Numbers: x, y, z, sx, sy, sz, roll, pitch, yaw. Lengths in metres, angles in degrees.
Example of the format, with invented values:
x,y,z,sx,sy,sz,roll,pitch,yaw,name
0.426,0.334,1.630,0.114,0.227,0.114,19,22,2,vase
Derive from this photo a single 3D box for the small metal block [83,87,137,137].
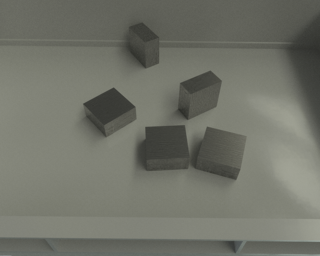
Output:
x,y,z,sx,sy,sz,roll,pitch,yaw,name
-0.068,-0.022,0.423,0.050,0.025,0.050,-33,58,-25,small metal block

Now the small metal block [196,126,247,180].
x,y,z,sx,sy,sz,roll,pitch,yaw,name
0.075,0.030,0.381,0.050,0.025,0.050,14,51,11,small metal block

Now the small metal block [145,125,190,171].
x,y,z,sx,sy,sz,roll,pitch,yaw,name
0.008,0.024,0.385,0.050,0.025,0.050,-2,50,-3,small metal block

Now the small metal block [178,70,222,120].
x,y,z,sx,sy,sz,roll,pitch,yaw,name
0.054,-0.045,0.427,0.050,0.050,0.025,-25,55,-20,small metal block

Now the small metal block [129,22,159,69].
x,y,z,sx,sy,sz,roll,pitch,yaw,name
-0.025,-0.133,0.501,0.025,0.050,0.050,-26,55,-21,small metal block
